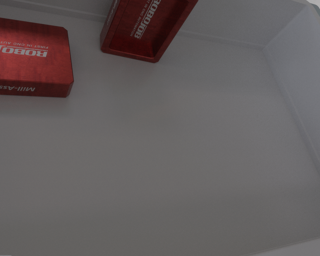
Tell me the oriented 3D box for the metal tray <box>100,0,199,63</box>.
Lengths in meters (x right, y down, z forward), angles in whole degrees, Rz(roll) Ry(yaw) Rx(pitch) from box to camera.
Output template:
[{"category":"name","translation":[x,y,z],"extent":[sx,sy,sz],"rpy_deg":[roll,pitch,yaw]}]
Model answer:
[{"category":"metal tray","translation":[-0.020,-0.147,0.417],"extent":[0.091,0.129,0.030],"rpy_deg":[6,59,-25]}]

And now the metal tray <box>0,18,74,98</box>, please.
[{"category":"metal tray","translation":[-0.173,-0.083,0.360],"extent":[0.131,0.030,0.090],"rpy_deg":[0,62,-28]}]
